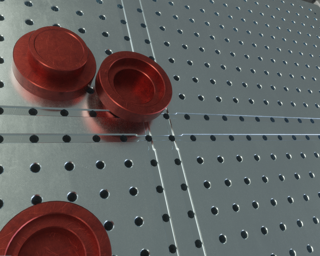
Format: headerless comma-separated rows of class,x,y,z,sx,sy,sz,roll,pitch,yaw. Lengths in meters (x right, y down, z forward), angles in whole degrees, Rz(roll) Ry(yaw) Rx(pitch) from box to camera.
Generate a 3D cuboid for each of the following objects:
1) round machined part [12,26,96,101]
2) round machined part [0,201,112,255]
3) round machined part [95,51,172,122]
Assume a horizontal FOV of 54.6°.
round machined part,-0.127,-0.086,0.381,0.099,0.042,0.098,13,56,-21
round machined part,-0.096,0.118,0.273,0.099,0.042,0.098,13,56,-21
round machined part,-0.037,-0.049,0.407,0.099,0.042,0.098,13,56,-21
